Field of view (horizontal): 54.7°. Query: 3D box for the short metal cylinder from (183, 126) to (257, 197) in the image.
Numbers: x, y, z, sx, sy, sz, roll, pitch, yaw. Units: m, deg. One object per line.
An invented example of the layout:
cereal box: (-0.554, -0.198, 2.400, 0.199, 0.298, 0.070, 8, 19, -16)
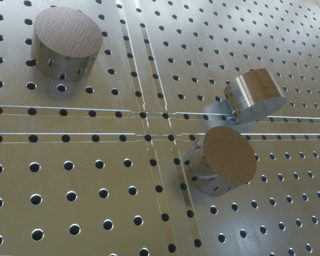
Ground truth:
short metal cylinder: (0.078, 0.044, 0.407, 0.081, 0.050, 0.080, 14, 56, -21)

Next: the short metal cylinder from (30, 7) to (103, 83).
short metal cylinder: (-0.119, -0.105, 0.392, 0.081, 0.050, 0.080, 14, 56, -21)

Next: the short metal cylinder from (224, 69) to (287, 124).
short metal cylinder: (0.146, -0.048, 0.480, 0.081, 0.080, 0.050, -4, 64, -30)
